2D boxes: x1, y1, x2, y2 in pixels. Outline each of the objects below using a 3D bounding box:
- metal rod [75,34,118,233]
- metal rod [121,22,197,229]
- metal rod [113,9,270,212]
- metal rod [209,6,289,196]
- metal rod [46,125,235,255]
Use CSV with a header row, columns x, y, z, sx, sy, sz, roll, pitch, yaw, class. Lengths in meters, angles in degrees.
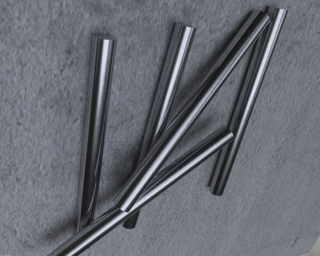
x,y,z,sx,sy,sz,roll,pitch,yaw,class
-0.084,0.037,0.384,0.025,0.025,0.298,-3,120,-27,metal rod
-0.009,0.014,0.412,0.025,0.025,0.298,2,117,-30,metal rod
0.040,-0.021,0.392,0.025,0.025,0.299,36,90,-39,metal rod
0.124,-0.023,0.462,0.025,0.025,0.298,-3,120,-28,metal rod
-0.026,0.094,0.418,0.301,0.025,0.025,-36,130,-5,metal rod
